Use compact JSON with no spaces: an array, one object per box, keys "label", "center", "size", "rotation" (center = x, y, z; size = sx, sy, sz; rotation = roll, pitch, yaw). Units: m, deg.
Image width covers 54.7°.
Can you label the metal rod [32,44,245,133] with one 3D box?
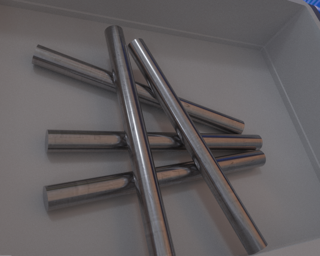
[{"label":"metal rod","center":[-0.016,-0.045,0.423],"size":[0.302,0.025,0.025],"rotation":[18,55,-18]}]

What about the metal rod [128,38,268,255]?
[{"label":"metal rod","center":[0.038,0.011,0.387],"size":[0.025,0.025,0.299],"rotation":[-19,72,-36]}]

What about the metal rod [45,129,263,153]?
[{"label":"metal rod","center":[0.013,0.018,0.401],"size":[0.303,0.025,0.025],"rotation":[2,61,-28]}]

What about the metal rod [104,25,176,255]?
[{"label":"metal rod","center":[-0.028,0.002,0.355],"size":[0.025,0.025,0.299],"rotation":[0,62,-29]}]

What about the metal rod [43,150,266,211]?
[{"label":"metal rod","center":[0.017,0.057,0.380],"size":[0.303,0.025,0.025],"rotation":[-5,65,-31]}]
